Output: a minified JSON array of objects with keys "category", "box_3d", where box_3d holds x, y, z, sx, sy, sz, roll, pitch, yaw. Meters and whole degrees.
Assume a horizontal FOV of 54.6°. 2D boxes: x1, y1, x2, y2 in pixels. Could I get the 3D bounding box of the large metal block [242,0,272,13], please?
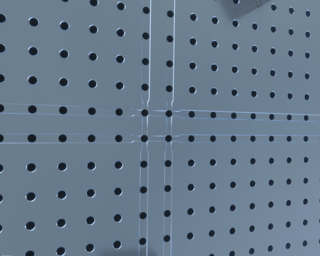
[{"category":"large metal block","box_3d":[0.156,-0.230,0.456,0.080,0.050,0.080,-33,101,-17]}]
